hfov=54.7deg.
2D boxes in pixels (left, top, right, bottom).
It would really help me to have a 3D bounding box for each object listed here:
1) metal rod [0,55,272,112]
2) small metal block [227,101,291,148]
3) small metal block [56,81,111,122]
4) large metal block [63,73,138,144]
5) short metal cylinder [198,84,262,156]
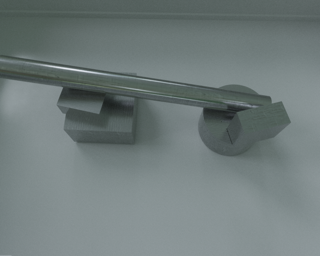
[{"bbox_3d":[-0.023,-0.046,0.350,0.302,0.025,0.025,8,70,-6],"label":"metal rod"},{"bbox_3d":[0.107,-0.003,0.343,0.050,0.050,0.025,-14,71,-5],"label":"small metal block"},{"bbox_3d":[-0.087,-0.039,0.368,0.050,0.025,0.050,12,70,4],"label":"small metal block"},{"bbox_3d":[-0.072,-0.026,0.402,0.081,0.050,0.080,3,70,0],"label":"large metal block"},{"bbox_3d":[0.093,-0.009,0.399,0.081,0.050,0.080,0,70,0],"label":"short metal cylinder"}]
